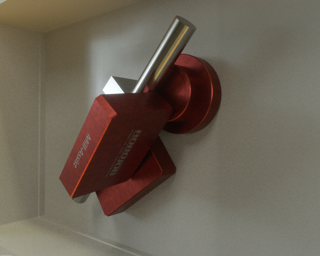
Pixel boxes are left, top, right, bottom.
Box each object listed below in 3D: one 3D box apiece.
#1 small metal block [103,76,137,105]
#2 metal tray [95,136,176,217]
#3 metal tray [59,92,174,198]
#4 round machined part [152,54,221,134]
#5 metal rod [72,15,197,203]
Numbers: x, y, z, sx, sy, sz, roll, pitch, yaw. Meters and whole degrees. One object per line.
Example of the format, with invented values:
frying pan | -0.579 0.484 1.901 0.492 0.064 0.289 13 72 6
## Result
small metal block | -0.041 -0.042 0.420 0.025 0.050 0.050 -52 60 27
metal tray | -0.047 0.056 0.438 0.129 0.030 0.090 -42 65 31
metal tray | -0.050 0.019 0.353 0.030 0.091 0.129 49 125 25
round machined part | 0.020 -0.041 0.375 0.098 0.042 0.097 0 90 39
metal rod | -0.048 -0.002 0.391 0.025 0.025 0.298 52 124 27
